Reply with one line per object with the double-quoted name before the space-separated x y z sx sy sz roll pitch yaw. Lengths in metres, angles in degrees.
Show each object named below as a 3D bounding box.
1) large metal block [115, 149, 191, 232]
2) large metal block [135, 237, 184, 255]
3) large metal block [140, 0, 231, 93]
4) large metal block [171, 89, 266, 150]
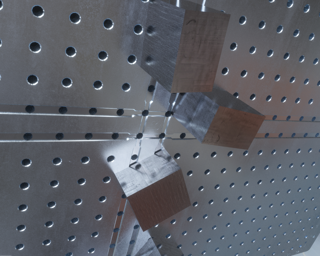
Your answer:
"large metal block" -0.008 0.090 0.448 0.080 0.050 0.080 -26 128 -13
"large metal block" -0.005 0.250 0.549 0.080 0.050 0.080 -49 129 6
"large metal block" 0.022 -0.091 0.333 0.050 0.080 0.079 -5 121 -26
"large metal block" 0.074 -0.017 0.408 0.081 0.080 0.050 9 114 -33
